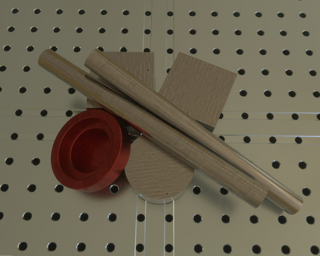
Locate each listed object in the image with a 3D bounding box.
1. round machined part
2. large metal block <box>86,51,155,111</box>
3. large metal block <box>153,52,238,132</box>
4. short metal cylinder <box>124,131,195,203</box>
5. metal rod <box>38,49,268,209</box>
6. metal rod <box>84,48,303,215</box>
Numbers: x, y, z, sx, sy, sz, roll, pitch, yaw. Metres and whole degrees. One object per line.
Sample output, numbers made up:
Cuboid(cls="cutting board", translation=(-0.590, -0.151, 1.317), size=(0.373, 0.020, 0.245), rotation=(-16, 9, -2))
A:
Cuboid(cls="round machined part", translation=(-0.079, 0.030, 0.375), size=(0.098, 0.042, 0.098), rotation=(-10, 65, 21))
Cuboid(cls="large metal block", translation=(-0.048, -0.053, 0.410), size=(0.081, 0.050, 0.080), rotation=(1, 70, 0))
Cuboid(cls="large metal block", translation=(0.045, -0.042, 0.409), size=(0.080, 0.050, 0.080), rotation=(23, 72, 8))
Cuboid(cls="short metal cylinder", translation=(0.000, 0.049, 0.376), size=(0.081, 0.050, 0.080), rotation=(0, 70, 0))
Cuboid(cls="metal rod", translation=(-0.016, -0.005, 0.355), size=(0.301, 0.025, 0.025), rotation=(33, 73, 10))
Cuboid(cls="metal rod", translation=(0.042, 0.006, 0.366), size=(0.301, 0.025, 0.025), rotation=(36, 73, -3))
